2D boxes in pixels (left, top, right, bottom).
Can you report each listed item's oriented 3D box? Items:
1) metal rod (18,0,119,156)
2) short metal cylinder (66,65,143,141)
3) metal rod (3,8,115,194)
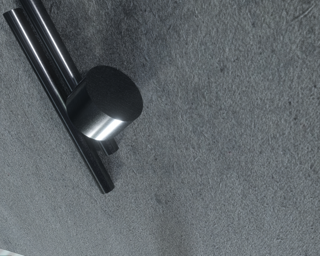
[{"bbox_3d":[-0.133,-0.093,0.419,0.025,0.025,0.299,-12,112,33],"label":"metal rod"},{"bbox_3d":[-0.069,-0.031,0.388,0.080,0.080,0.050,48,129,-6],"label":"short metal cylinder"},{"bbox_3d":[-0.143,-0.027,0.465,0.025,0.025,0.299,-10,114,32],"label":"metal rod"}]
